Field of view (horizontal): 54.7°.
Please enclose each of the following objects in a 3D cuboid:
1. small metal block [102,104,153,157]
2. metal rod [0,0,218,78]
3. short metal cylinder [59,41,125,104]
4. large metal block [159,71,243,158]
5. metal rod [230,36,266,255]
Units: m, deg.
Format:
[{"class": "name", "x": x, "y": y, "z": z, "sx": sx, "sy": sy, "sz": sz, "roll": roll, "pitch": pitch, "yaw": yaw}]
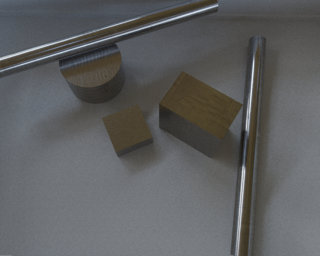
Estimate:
[{"class": "small metal block", "x": -0.042, "y": 0.004, "z": 0.408, "sx": 0.050, "sy": 0.025, "sz": 0.050, "roll": -22, "pitch": 72, "yaw": -8}, {"class": "metal rod", "x": -0.068, "y": -0.120, "z": 0.399, "sx": 0.302, "sy": 0.025, "sz": 0.025, "roll": -19, "pitch": 71, "yaw": -8}, {"class": "short metal cylinder", "x": -0.090, "y": -0.080, "z": 0.424, "sx": 0.081, "sy": 0.050, "sz": 0.080, "roll": 0, "pitch": 70, "yaw": 0}, {"class": "large metal block", "x": 0.046, "y": -0.014, "z": 0.386, "sx": 0.080, "sy": 0.080, "sz": 0.050, "roll": 31, "pitch": 73, "yaw": 10}, {"class": "metal rod", "x": 0.119, "y": 0.010, "z": 0.407, "sx": 0.025, "sy": 0.025, "sz": 0.299, "roll": 9, "pitch": 70, "yaw": 3}]
